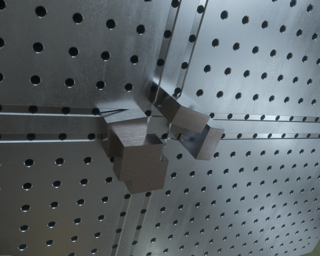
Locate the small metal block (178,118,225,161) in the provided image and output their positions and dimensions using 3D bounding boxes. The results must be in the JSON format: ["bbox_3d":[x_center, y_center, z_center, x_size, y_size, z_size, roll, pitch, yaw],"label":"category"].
[{"bbox_3d":[0.056,0.010,0.431,0.025,0.050,0.050,8,114,-32],"label":"small metal block"}]

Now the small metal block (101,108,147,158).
[{"bbox_3d":[-0.045,0.006,0.390,0.050,0.025,0.050,-10,123,-23],"label":"small metal block"}]

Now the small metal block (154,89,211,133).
[{"bbox_3d":[0.028,-0.022,0.396,0.050,0.050,0.025,18,109,-35],"label":"small metal block"}]

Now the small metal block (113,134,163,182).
[{"bbox_3d":[-0.028,0.036,0.385,0.050,0.025,0.050,-3,120,-27],"label":"small metal block"}]

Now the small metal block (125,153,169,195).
[{"bbox_3d":[-0.019,0.063,0.439,0.050,0.025,0.050,-5,121,-26],"label":"small metal block"}]
